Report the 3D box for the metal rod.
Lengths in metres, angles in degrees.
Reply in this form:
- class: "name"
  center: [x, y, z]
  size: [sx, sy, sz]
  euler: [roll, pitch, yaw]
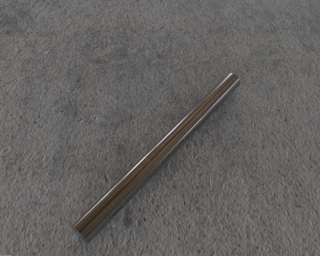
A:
- class: "metal rod"
  center: [0.014, 0.018, 0.387]
  size: [0.025, 0.025, 0.301]
  euler: [32, 57, 24]
